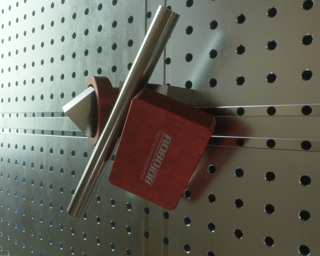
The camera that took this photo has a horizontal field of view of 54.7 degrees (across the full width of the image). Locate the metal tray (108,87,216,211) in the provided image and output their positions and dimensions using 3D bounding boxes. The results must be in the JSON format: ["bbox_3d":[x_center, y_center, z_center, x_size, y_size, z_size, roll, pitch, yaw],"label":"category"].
[{"bbox_3d":[-0.001,0.028,0.362,0.090,0.030,0.129,24,123,5],"label":"metal tray"}]

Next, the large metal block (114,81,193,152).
[{"bbox_3d":[-0.010,-0.016,0.399,0.080,0.050,0.079,12,97,39],"label":"large metal block"}]

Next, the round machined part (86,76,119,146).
[{"bbox_3d":[-0.077,-0.024,0.442,0.098,0.042,0.097,177,90,-65],"label":"round machined part"}]

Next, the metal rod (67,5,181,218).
[{"bbox_3d":[-0.054,-0.004,0.387,0.025,0.025,0.298,42,115,32],"label":"metal rod"}]

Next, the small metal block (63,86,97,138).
[{"bbox_3d":[-0.099,-0.023,0.436,0.050,0.050,0.025,-39,30,-5],"label":"small metal block"}]
